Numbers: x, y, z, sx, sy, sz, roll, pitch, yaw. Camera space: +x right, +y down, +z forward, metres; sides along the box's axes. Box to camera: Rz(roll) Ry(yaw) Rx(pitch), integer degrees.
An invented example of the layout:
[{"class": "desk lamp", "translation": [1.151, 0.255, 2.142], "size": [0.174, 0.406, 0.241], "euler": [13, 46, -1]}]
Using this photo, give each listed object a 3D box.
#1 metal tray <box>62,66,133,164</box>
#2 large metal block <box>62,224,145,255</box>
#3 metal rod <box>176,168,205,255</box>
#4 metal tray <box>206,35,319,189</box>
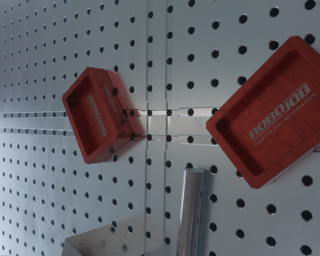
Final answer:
[{"class": "metal tray", "translation": [-0.103, -0.020, 0.490], "size": [0.090, 0.030, 0.130], "euler": [-39, 67, 33]}, {"class": "large metal block", "translation": [-0.083, 0.190, 0.442], "size": [0.080, 0.081, 0.050], "euler": [25, 106, 37]}, {"class": "metal rod", "translation": [0.029, 0.199, 0.385], "size": [0.025, 0.025, 0.298], "euler": [8, 95, 39]}, {"class": "metal tray", "translation": [0.118, -0.012, 0.308], "size": [0.129, 0.030, 0.090], "euler": [-49, 62, 29]}]
